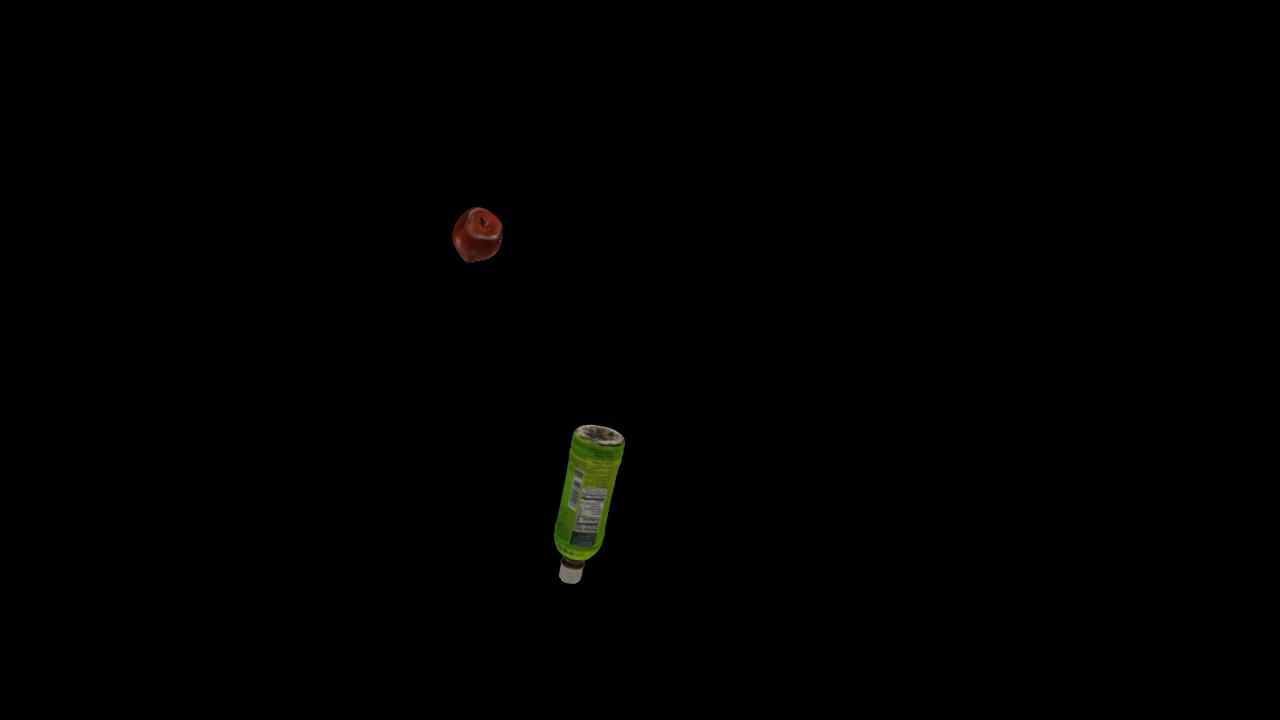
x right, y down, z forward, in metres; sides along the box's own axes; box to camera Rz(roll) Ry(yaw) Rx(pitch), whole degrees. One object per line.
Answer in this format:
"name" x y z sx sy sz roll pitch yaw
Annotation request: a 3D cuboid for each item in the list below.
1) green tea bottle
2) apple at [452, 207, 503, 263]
"green tea bottle" -0.074 0.194 0.809 0.073 0.212 0.073 14 11 -3
"apple" -0.256 -0.196 0.964 0.079 0.079 0.093 0 -22 -30
